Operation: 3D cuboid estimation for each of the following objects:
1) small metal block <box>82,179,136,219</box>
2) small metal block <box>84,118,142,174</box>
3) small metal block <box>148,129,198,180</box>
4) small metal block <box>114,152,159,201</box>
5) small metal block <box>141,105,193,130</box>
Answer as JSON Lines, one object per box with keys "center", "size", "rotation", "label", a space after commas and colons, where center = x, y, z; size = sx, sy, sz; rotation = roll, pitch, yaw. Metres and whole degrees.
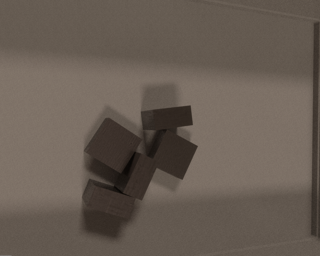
{"center": [-0.063, 0.085, 0.375], "size": [0.050, 0.050, 0.025], "rotation": [22, 83, -19], "label": "small metal block"}
{"center": [-0.059, 0.022, 0.390], "size": [0.050, 0.025, 0.050], "rotation": [35, 79, -17], "label": "small metal block"}
{"center": [0.015, 0.035, 0.417], "size": [0.050, 0.025, 0.050], "rotation": [29, 80, -18], "label": "small metal block"}
{"center": [-0.030, 0.058, 0.387], "size": [0.025, 0.050, 0.050], "rotation": [27, 81, -18], "label": "small metal block"}
{"center": [0.008, -0.013, 0.401], "size": [0.050, 0.050, 0.025], "rotation": [-8, 93, -20], "label": "small metal block"}
